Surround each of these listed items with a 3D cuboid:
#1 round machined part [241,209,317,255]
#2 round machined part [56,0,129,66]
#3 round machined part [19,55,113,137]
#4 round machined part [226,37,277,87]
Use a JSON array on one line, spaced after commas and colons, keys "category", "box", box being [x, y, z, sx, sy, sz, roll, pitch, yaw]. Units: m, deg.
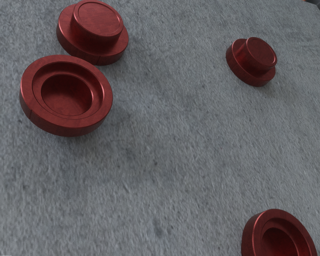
[{"category": "round machined part", "box": [0.139, 0.152, 0.377, 0.099, 0.042, 0.098, 14, 56, -21]}, {"category": "round machined part", "box": [-0.090, -0.138, 0.430, 0.099, 0.042, 0.098, 14, 56, -21]}, {"category": "round machined part", "box": [-0.108, -0.033, 0.355, 0.099, 0.042, 0.098, 14, 56, -21]}, {"category": "round machined part", "box": [0.174, -0.127, 0.567, 0.099, 0.042, 0.098, 14, 56, -21]}]
